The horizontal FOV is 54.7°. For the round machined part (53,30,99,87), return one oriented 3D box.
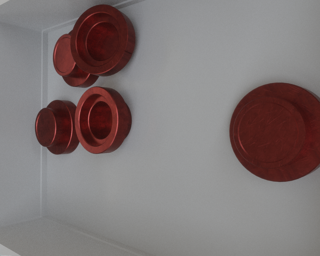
[{"bbox_3d":[-0.140,-0.117,0.512,0.098,0.042,0.097,0,90,40],"label":"round machined part"}]

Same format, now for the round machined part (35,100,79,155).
[{"bbox_3d":[-0.185,-0.001,0.549,0.098,0.042,0.097,0,90,40],"label":"round machined part"}]

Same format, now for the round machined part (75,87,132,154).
[{"bbox_3d":[-0.080,-0.011,0.462,0.098,0.042,0.097,0,90,40],"label":"round machined part"}]

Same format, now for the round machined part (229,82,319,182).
[{"bbox_3d":[0.112,0.004,0.303,0.098,0.042,0.097,0,90,40],"label":"round machined part"}]

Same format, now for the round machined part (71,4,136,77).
[{"bbox_3d":[-0.078,-0.123,0.450,0.098,0.042,0.097,0,89,25],"label":"round machined part"}]
